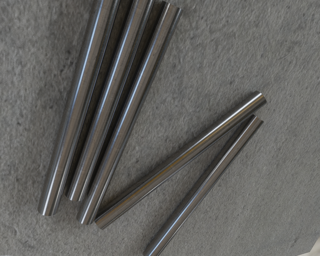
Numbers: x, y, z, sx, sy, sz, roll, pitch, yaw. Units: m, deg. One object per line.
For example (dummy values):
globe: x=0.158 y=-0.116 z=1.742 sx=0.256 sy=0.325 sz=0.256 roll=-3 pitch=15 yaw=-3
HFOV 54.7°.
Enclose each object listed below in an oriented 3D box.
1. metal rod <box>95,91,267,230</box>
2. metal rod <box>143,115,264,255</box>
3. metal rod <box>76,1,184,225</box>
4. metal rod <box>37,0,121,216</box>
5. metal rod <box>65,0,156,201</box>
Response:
metal rod: x=0.031 y=0.045 z=0.453 sx=0.301 sy=0.025 sz=0.025 roll=-37 pitch=130 yaw=-4
metal rod: x=0.066 y=0.103 z=0.508 sx=0.025 sy=0.025 sz=0.299 roll=27 pitch=103 yaw=-38
metal rod: x=-0.045 y=-0.004 z=0.381 sx=0.025 sy=0.025 sz=0.298 roll=12 pitch=112 yaw=-34
metal rod: x=-0.091 y=-0.026 z=0.341 sx=0.025 sy=0.025 sz=0.298 roll=8 pitch=114 yaw=-32
metal rod: x=-0.055 y=-0.042 z=0.351 sx=0.025 sy=0.025 sz=0.298 roll=10 pitch=114 yaw=-33
